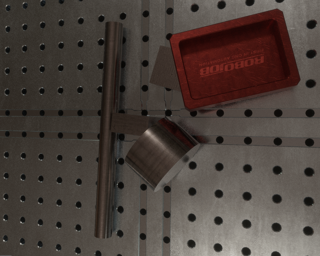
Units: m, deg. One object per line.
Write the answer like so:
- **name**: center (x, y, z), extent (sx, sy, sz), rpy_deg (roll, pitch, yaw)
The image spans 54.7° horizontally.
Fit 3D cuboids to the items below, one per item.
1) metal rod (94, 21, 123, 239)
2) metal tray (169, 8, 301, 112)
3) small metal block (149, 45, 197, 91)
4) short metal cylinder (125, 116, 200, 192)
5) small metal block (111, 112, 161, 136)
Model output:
- **metal rod**: center (-0.072, 0.003, 0.436), extent (0.025, 0.025, 0.298), rpy_deg (4, 91, 19)
- **metal tray**: center (0.084, -0.077, 0.363), extent (0.131, 0.030, 0.090), rpy_deg (-13, 86, 4)
- **small metal block**: center (0.020, -0.075, 0.405), extent (0.050, 0.025, 0.050), rpy_deg (18, 96, 18)
- **short metal cylinder**: center (0.004, 0.032, 0.381), extent (0.050, 0.080, 0.080), rpy_deg (43, 103, 14)
- **small metal block**: center (-0.030, -0.005, 0.409), extent (0.050, 0.050, 0.025), rpy_deg (7, 93, 19)
